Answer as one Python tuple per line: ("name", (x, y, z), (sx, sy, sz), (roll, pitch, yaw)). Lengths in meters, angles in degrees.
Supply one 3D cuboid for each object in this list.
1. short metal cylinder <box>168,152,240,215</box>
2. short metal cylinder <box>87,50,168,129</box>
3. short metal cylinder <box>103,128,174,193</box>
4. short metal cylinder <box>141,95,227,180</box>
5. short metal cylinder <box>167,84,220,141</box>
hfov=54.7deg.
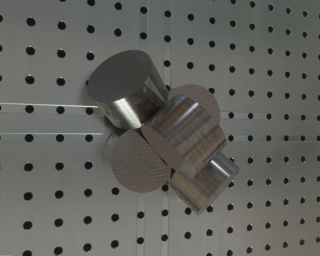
("short metal cylinder", (0.057, 0.065, 0.398), (0.080, 0.080, 0.050), (-42, 68, -15))
("short metal cylinder", (-0.037, -0.045, 0.363), (0.080, 0.080, 0.050), (-48, 139, -14))
("short metal cylinder", (-0.027, 0.037, 0.390), (0.081, 0.050, 0.079), (0, 90, -21))
("short metal cylinder", (0.025, 0.010, 0.339), (0.050, 0.080, 0.080), (-43, 104, -15))
("short metal cylinder", (0.032, -0.016, 0.411), (0.081, 0.050, 0.079), (0, 90, -21))
